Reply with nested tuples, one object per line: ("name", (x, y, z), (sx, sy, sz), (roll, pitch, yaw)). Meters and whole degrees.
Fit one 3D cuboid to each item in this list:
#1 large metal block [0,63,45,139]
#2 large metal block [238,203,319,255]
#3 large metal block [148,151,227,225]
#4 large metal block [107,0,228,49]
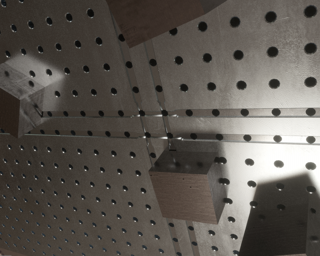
("large metal block", (-0.236, -0.043, 0.490), (0.080, 0.050, 0.079), (31, 128, 8))
("large metal block", (0.153, 0.146, 0.385), (0.080, 0.080, 0.050), (-23, 106, 36))
("large metal block", (0.040, 0.079, 0.422), (0.080, 0.050, 0.080), (-1, 118, 28))
("large metal block", (0.010, -0.123, 0.293), (0.080, 0.080, 0.050), (-14, 111, 33))
